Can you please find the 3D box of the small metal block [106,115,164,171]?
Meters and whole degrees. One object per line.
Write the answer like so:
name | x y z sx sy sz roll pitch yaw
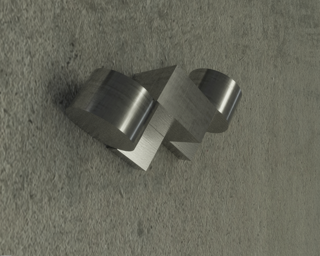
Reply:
small metal block | -0.030 0.018 0.382 0.050 0.025 0.050 43 64 -32

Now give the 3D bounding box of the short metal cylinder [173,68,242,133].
short metal cylinder | 0.065 -0.036 0.424 0.080 0.080 0.050 43 64 -32

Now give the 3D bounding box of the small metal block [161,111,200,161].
small metal block | 0.031 0.011 0.432 0.050 0.025 0.050 43 64 -32

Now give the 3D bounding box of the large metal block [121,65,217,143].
large metal block | 0.007 -0.026 0.377 0.080 0.080 0.050 42 64 -32

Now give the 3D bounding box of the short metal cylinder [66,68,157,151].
short metal cylinder | -0.050 -0.018 0.328 0.080 0.080 0.050 42 64 -32
